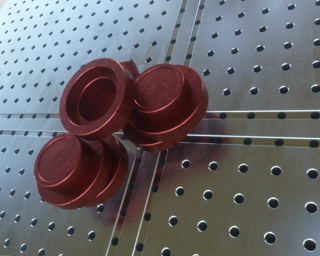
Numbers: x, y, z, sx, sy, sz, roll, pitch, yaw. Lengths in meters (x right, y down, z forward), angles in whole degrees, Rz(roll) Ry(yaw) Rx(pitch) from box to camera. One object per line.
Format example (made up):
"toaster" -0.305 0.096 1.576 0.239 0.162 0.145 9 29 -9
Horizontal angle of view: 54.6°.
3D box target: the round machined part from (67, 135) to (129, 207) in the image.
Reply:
"round machined part" -0.093 0.047 0.392 0.098 0.042 0.098 -13 56 21

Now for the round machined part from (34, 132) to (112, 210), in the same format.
"round machined part" -0.111 0.045 0.374 0.098 0.042 0.098 -13 56 21

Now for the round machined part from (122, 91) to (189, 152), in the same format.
"round machined part" -0.007 -0.023 0.389 0.098 0.042 0.098 -13 56 21

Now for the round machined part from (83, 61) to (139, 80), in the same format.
"round machined part" -0.072 -0.054 0.445 0.098 0.098 0.042 -25 88 13

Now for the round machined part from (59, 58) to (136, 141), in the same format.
"round machined part" -0.069 -0.031 0.371 0.098 0.042 0.098 -12 64 27

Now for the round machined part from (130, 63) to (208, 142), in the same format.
"round machined part" 0.003 -0.037 0.364 0.098 0.042 0.098 -13 55 20
